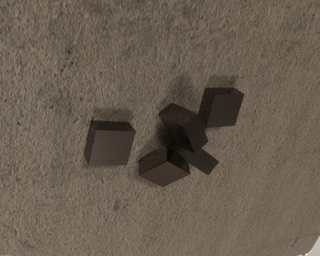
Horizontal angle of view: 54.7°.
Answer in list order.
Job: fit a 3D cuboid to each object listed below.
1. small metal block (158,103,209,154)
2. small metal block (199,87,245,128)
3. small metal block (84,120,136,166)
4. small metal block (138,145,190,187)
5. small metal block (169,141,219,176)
[{"bbox_3d":[0.031,0.000,0.406,0.025,0.050,0.050,-41,130,-18],"label":"small metal block"},{"bbox_3d":[0.085,-0.029,0.437,0.050,0.025,0.050,-5,121,-27],"label":"small metal block"},{"bbox_3d":[-0.063,0.019,0.386,0.050,0.025,0.050,2,117,-30],"label":"small metal block"},{"bbox_3d":[0.006,0.055,0.433,0.050,0.025,0.050,-31,135,28],"label":"small metal block"},{"bbox_3d":[0.048,0.036,0.440,0.050,0.050,0.025,35,94,-39],"label":"small metal block"}]
